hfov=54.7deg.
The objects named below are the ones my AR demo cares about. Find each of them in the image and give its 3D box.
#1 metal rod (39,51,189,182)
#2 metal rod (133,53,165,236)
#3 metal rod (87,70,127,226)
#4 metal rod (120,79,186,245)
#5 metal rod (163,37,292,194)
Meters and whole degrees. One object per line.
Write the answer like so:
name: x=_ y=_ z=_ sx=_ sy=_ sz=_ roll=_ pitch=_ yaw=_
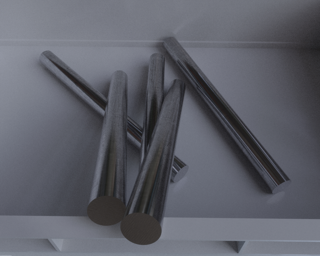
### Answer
metal rod: x=-0.079 y=-0.030 z=0.429 sx=0.025 sy=0.025 sz=0.300 roll=-36 pitch=59 yaw=-26
metal rod: x=-0.008 y=-0.010 z=0.384 sx=0.025 sy=0.025 sz=0.300 roll=1 pitch=41 yaw=1
metal rod: x=-0.048 y=-0.011 z=0.336 sx=0.025 sy=0.025 sz=0.300 roll=-4 pitch=26 yaw=-4
metal rod: x=0.007 y=0.000 z=0.322 sx=0.025 sy=0.025 sz=0.301 roll=6 pitch=24 yaw=5
metal rod: x=0.077 y=-0.039 z=0.437 sx=0.025 sy=0.025 sz=0.300 roll=-19 pitch=53 yaw=-15
